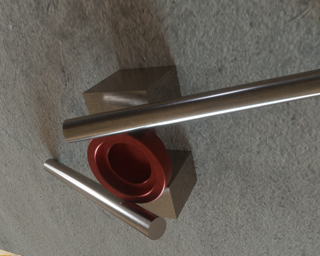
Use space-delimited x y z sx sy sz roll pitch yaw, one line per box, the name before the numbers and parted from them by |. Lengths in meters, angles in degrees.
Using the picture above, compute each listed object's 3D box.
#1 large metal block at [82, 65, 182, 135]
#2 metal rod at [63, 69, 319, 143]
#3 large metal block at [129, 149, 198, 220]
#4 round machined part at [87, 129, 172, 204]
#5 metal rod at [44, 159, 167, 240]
large metal block | -0.028 -0.035 0.365 0.080 0.080 0.050 1 119 27
metal rod | 0.053 -0.024 0.295 0.301 0.025 0.025 -11 115 8
large metal block | -0.004 0.070 0.417 0.080 0.080 0.050 1 119 27
round machined part | -0.031 0.036 0.358 0.098 0.042 0.097 13 124 20
metal rod | -0.099 0.087 0.440 0.300 0.025 0.025 12 127 49
